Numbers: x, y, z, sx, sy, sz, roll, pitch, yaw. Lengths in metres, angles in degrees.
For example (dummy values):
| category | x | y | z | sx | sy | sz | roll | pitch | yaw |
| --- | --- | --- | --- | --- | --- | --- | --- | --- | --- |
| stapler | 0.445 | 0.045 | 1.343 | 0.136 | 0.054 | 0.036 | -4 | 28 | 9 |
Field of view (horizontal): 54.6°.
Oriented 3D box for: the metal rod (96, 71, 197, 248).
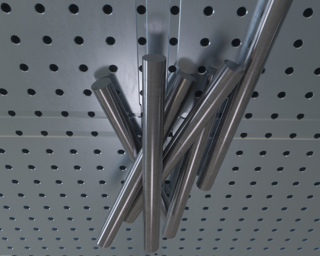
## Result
| category | x | y | z | sx | sy | sz | roll | pitch | yaw |
| --- | --- | --- | --- | --- | --- | --- | --- | --- | --- |
| metal rod | -0.028 | 0.060 | 0.427 | 0.025 | 0.025 | 0.298 | 19 | 117 | -16 |

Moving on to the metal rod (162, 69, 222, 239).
| category | x | y | z | sx | sy | sz | roll | pitch | yaw |
| --- | --- | --- | --- | --- | --- | --- | --- | --- | --- |
| metal rod | 0.042 | 0.057 | 0.442 | 0.025 | 0.025 | 0.298 | 8 | 125 | -7 |

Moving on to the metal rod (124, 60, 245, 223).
| category | x | y | z | sx | sy | sz | roll | pitch | yaw |
| --- | --- | --- | --- | --- | --- | --- | --- | --- | --- |
| metal rod | 0.013 | 0.039 | 0.410 | 0.025 | 0.025 | 0.298 | 20 | 128 | -16 |

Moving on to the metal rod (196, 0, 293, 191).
| category | x | y | z | sx | sy | sz | roll | pitch | yaw |
| --- | --- | --- | --- | --- | --- | --- | --- | --- | --- |
| metal rod | 0.094 | -0.023 | 0.392 | 0.025 | 0.025 | 0.298 | 7 | 130 | -6 |

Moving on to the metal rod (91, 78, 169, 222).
| category | x | y | z | sx | sy | sz | roll | pitch | yaw |
| --- | --- | --- | --- | --- | --- | --- | --- | --- | --- |
| metal rod | -0.025 | 0.056 | 0.458 | 0.025 | 0.025 | 0.299 | -14 | 129 | 11 |

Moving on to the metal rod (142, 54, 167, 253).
| category | x | y | z | sx | sy | sz | roll | pitch | yaw |
| --- | --- | --- | --- | --- | --- | --- | --- | --- | --- |
| metal rod | -0.010 | 0.054 | 0.395 | 0.025 | 0.025 | 0.298 | 1 | 122 | -1 |
